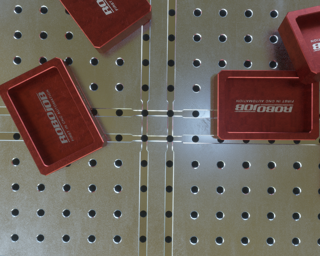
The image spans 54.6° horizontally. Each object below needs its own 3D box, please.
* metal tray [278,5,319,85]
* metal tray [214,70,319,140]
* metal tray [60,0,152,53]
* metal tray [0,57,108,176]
[{"bbox_3d":[0.230,-0.114,0.393,0.131,0.030,0.090,-14,72,-5],"label":"metal tray"},{"bbox_3d":[0.139,-0.029,0.411,0.131,0.030,0.090,0,90,0],"label":"metal tray"},{"bbox_3d":[-0.083,-0.178,0.410,0.090,0.030,0.130,-36,90,0],"label":"metal tray"},{"bbox_3d":[-0.139,-0.015,0.409,0.090,0.030,0.130,-27,90,0],"label":"metal tray"}]
